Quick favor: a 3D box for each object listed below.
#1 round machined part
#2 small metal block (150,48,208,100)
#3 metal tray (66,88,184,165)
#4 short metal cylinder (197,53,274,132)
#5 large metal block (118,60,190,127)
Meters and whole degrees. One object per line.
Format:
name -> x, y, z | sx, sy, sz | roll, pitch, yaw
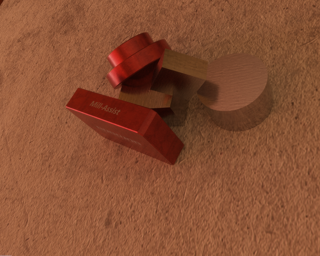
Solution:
round machined part -> -0.035, -0.098, 0.436 | 0.098, 0.098, 0.042 | -32, 96, 7
small metal block -> 0.021, -0.060, 0.356 | 0.050, 0.050, 0.025 | 14, 65, -11
metal tray -> -0.044, -0.002, 0.387 | 0.130, 0.090, 0.030 | 18, 72, 35
short metal cylinder -> 0.090, -0.042, 0.369 | 0.080, 0.050, 0.080 | -13, 56, 21
large metal block -> -0.005, -0.047, 0.422 | 0.080, 0.050, 0.080 | -1, 61, 27
